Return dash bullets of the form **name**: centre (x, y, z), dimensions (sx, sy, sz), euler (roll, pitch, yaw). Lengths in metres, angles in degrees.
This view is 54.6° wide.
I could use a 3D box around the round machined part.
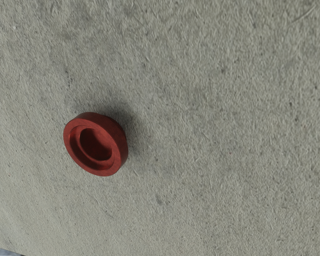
- **round machined part**: centre (-0.089, 0.020, 0.456), dimensions (0.098, 0.042, 0.097), euler (13, 124, 21)
